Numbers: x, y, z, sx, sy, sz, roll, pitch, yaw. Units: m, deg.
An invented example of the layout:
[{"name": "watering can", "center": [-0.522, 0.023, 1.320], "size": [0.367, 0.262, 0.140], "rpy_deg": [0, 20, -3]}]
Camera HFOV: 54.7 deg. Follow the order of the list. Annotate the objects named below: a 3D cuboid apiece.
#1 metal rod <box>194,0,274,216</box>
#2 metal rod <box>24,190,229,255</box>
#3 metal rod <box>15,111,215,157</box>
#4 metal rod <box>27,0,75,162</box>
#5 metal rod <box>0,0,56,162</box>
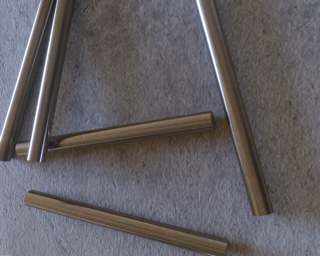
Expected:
[{"name": "metal rod", "center": [0.085, -0.044, 0.378], "size": [0.025, 0.025, 0.298], "rpy_deg": [-16, 85, 19]}, {"name": "metal rod", "center": [-0.059, 0.128, 0.428], "size": [0.301, 0.025, 0.025], "rpy_deg": [8, 93, 19]}, {"name": "metal rod", "center": [-0.075, 0.012, 0.434], "size": [0.301, 0.025, 0.025], "rpy_deg": [-9, 87, 19]}, {"name": "metal rod", "center": [-0.150, -0.101, 0.445], "size": [0.025, 0.025, 0.298], "rpy_deg": [9, 87, 19]}, {"name": "metal rod", "center": [-0.202, -0.091, 0.478], "size": [0.025, 0.025, 0.298], "rpy_deg": [22, 97, 18]}]
